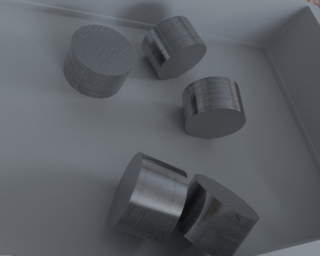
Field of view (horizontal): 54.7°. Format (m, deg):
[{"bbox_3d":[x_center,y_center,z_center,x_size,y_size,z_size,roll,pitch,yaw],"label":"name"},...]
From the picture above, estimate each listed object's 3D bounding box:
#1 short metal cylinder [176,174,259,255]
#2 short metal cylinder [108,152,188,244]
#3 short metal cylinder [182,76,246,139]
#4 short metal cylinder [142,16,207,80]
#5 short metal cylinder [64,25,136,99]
[{"bbox_3d":[0.058,0.094,0.337,0.080,0.050,0.080,31,8,-4],"label":"short metal cylinder"},{"bbox_3d":[-0.013,0.071,0.320,0.050,0.080,0.080,25,53,-13],"label":"short metal cylinder"},{"bbox_3d":[0.072,-0.026,0.425,0.081,0.080,0.050,10,58,-23],"label":"short metal cylinder"},{"bbox_3d":[0.020,-0.115,0.451,0.081,0.080,0.050,-19,72,-35],"label":"short metal cylinder"},{"bbox_3d":[-0.078,-0.085,0.399,0.081,0.050,0.080,14,56,-21],"label":"short metal cylinder"}]
